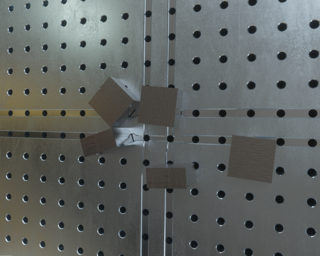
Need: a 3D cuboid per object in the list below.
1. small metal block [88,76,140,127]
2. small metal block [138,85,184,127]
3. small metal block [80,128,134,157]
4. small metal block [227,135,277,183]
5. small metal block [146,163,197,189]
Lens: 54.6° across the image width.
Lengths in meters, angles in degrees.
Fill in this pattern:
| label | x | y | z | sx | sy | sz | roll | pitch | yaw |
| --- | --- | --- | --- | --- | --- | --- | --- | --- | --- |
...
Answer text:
| label | x | y | z | sx | sy | sz | roll | pitch | yaw |
| --- | --- | --- | --- | --- | --- | --- | --- | --- | --- |
| small metal block | -0.064 | -0.036 | 0.436 | 0.050 | 0.025 | 0.050 | 45 | 104 | 14 |
| small metal block | 0.001 | -0.029 | 0.413 | 0.050 | 0.025 | 0.050 | 7 | 93 | 20 |
| small metal block | -0.072 | 0.019 | 0.425 | 0.050 | 0.050 | 0.025 | -18 | 84 | 19 |
| small metal block | 0.111 | 0.036 | 0.373 | 0.050 | 0.025 | 0.050 | 7 | 92 | 20 |
| small metal block | 0.016 | 0.060 | 0.394 | 0.050 | 0.050 | 0.025 | -3 | 89 | 20 |
